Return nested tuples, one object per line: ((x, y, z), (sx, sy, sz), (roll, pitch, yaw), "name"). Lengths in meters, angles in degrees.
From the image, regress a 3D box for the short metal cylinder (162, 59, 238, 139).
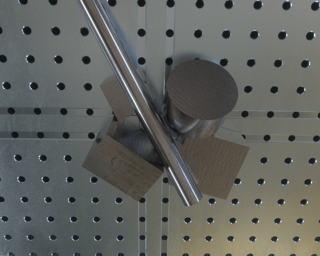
((0.045, -0.033, 0.365), (0.081, 0.080, 0.050), (8, 153, -4), "short metal cylinder")

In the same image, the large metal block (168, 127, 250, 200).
((0.061, 0.040, 0.415), (0.080, 0.050, 0.079), (16, 109, -7), "large metal block")

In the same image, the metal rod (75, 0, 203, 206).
((-0.028, -0.042, 0.365), (0.025, 0.025, 0.299), (-27, 97, 9), "metal rod")

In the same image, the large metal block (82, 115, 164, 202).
((-0.043, 0.034, 0.396), (0.080, 0.080, 0.050), (35, 106, -13), "large metal block")

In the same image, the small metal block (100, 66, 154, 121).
((-0.041, -0.044, 0.397), (0.050, 0.025, 0.050), (-23, 109, 8), "small metal block")
